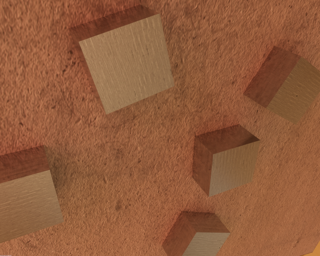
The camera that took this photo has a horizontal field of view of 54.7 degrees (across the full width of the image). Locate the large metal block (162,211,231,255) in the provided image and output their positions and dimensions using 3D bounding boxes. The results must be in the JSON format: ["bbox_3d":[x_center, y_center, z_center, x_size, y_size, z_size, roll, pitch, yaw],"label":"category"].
[{"bbox_3d":[0.063,0.196,0.546,0.081,0.050,0.080,15,111,-34],"label":"large metal block"}]

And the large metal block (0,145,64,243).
[{"bbox_3d":[-0.161,0.075,0.349,0.081,0.050,0.079,-15,125,-20],"label":"large metal block"}]

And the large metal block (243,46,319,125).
[{"bbox_3d":[0.184,-0.061,0.453,0.080,0.050,0.080,20,108,-36],"label":"large metal block"}]

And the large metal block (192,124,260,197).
[{"bbox_3d":[0.099,0.048,0.474,0.081,0.050,0.079,-14,124,-21],"label":"large metal block"}]

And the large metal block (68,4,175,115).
[{"bbox_3d":[-0.038,-0.073,0.325,0.081,0.050,0.080,-24,127,-13],"label":"large metal block"}]
